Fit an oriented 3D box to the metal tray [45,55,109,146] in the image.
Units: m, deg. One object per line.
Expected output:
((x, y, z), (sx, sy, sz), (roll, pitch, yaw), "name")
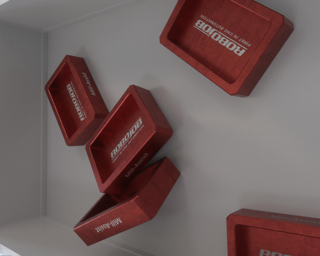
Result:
((-0.143, -0.046, 0.521), (0.090, 0.030, 0.130), (-42, 65, 32), "metal tray")

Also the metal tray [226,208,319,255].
((0.130, 0.132, 0.295), (0.130, 0.030, 0.089), (-3, 88, 40), "metal tray")

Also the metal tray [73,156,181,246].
((-0.042, 0.094, 0.397), (0.130, 0.090, 0.030), (-33, 99, 35), "metal tray")

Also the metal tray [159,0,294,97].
((0.067, -0.106, 0.348), (0.130, 0.030, 0.089), (44, 116, 31), "metal tray")

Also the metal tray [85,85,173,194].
((-0.048, 0.017, 0.425), (0.129, 0.030, 0.090), (-49, 49, 24), "metal tray")
